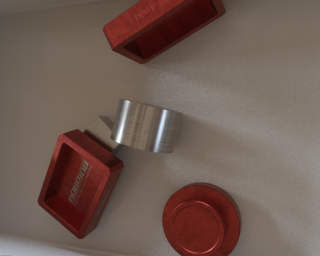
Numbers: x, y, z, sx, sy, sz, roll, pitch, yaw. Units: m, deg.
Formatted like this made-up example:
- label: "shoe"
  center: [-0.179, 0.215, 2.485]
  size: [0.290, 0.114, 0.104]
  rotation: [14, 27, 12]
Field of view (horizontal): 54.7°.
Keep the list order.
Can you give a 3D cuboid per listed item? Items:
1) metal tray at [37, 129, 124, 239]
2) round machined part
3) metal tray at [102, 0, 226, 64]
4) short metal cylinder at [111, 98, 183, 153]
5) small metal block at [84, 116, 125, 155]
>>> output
- label: "metal tray"
  center: [-0.113, 0.078, 0.429]
  size: [0.090, 0.030, 0.129]
  rotation: [33, 115, 16]
- label: "round machined part"
  center: [0.049, 0.119, 0.384]
  size: [0.098, 0.042, 0.097]
  rotation: [0, 90, 19]
- label: "metal tray"
  center: [0.008, -0.130, 0.372]
  size: [0.130, 0.090, 0.030]
  rotation: [-28, 81, 17]
- label: "short metal cylinder"
  center: [-0.016, -0.004, 0.386]
  size: [0.080, 0.080, 0.050]
  rotation: [15, 95, 19]
- label: "small metal block"
  center: [-0.081, 0.018, 0.438]
  size: [0.050, 0.025, 0.050]
  rotation: [47, 104, 13]
